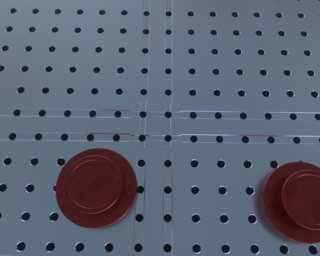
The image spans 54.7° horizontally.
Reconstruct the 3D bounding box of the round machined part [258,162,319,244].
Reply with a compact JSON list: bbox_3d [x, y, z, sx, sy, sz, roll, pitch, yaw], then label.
[{"bbox_3d":[0.174,0.088,0.373,0.099,0.042,0.098,0,70,-1],"label":"round machined part"}]

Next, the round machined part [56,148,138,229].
[{"bbox_3d":[-0.078,0.071,0.376,0.099,0.042,0.098,0,70,0],"label":"round machined part"}]
